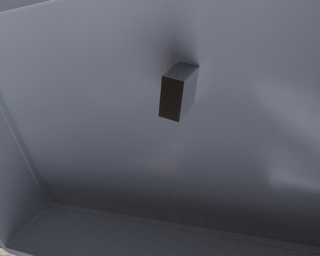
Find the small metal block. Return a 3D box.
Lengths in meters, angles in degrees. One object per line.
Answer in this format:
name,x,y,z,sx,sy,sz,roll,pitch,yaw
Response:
small metal block,0.022,-0.042,0.354,0.025,0.050,0.050,17,125,18
